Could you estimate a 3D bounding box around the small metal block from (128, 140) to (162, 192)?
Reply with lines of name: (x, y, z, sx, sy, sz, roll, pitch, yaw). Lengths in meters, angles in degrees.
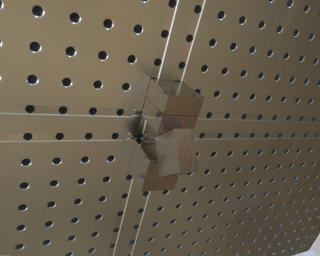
small metal block: (-0.018, 0.050, 0.417, 0.025, 0.050, 0.050, 1, 118, -30)

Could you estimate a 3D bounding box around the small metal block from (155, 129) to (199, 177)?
small metal block: (0.019, 0.031, 0.372, 0.025, 0.050, 0.050, 1, 76, -28)

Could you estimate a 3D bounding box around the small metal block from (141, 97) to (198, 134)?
small metal block: (0.011, -0.016, 0.392, 0.050, 0.050, 0.025, 2, 118, -30)

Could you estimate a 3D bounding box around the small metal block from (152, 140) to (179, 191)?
small metal block: (0.004, 0.050, 0.429, 0.025, 0.050, 0.050, 1, 118, -30)

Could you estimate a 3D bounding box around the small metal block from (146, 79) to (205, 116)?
small metal block: (0.018, -0.038, 0.382, 0.050, 0.050, 0.025, 2, 118, -30)
